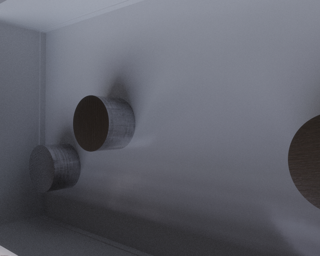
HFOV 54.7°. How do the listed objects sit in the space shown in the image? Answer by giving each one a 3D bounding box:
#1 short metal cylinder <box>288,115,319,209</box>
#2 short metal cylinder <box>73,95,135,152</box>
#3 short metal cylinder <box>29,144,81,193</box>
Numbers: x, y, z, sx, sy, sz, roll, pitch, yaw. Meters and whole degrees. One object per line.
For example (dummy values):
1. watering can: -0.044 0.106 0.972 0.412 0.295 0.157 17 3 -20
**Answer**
1. short metal cylinder: 0.155 0.027 0.252 0.080 0.050 0.079 -1 89 52
2. short metal cylinder: -0.083 -0.006 0.456 0.080 0.050 0.079 0 90 39
3. short metal cylinder: -0.184 0.068 0.539 0.080 0.050 0.079 0 90 39
